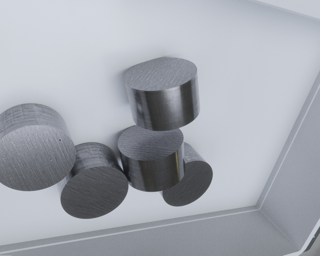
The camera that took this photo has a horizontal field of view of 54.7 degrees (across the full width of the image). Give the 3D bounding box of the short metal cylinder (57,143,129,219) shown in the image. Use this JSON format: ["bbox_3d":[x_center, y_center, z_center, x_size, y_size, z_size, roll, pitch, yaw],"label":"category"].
[{"bbox_3d":[-0.085,0.065,0.386,0.081,0.050,0.079,-13,125,-19],"label":"short metal cylinder"}]

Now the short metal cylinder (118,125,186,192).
[{"bbox_3d":[-0.009,0.034,0.391,0.081,0.080,0.050,-19,126,-18],"label":"short metal cylinder"}]

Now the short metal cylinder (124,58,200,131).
[{"bbox_3d":[0.004,-0.040,0.352,0.081,0.080,0.050,-21,127,-16],"label":"short metal cylinder"}]

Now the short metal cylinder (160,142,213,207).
[{"bbox_3d":[0.029,0.067,0.452,0.081,0.050,0.079,-14,125,-21],"label":"short metal cylinder"}]

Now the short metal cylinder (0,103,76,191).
[{"bbox_3d":[-0.136,0.020,0.331,0.081,0.050,0.079,-14,125,-21],"label":"short metal cylinder"}]
